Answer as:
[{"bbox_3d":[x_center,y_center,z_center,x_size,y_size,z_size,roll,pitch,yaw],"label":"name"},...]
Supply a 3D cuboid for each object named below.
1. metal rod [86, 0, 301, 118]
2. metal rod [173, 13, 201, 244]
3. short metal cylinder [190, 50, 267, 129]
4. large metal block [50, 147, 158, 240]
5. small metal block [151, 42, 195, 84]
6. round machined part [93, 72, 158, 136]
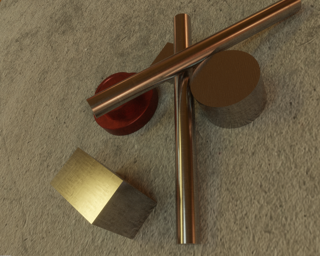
[{"bbox_3d":[0.050,-0.094,0.383,0.302,0.025,0.025,-29,50,-11],"label":"metal rod"},{"bbox_3d":[0.030,-0.018,0.377,0.025,0.025,0.299,-10,63,22],"label":"metal rod"},{"bbox_3d":[0.083,-0.046,0.372,0.080,0.050,0.080,-13,56,20],"label":"short metal cylinder"},{"bbox_3d":[-0.062,0.075,0.354,0.080,0.080,0.050,28,77,37],"label":"large metal block"},{"bbox_3d":[0.021,-0.093,0.449,0.050,0.025,0.050,26,76,36],"label":"small metal block"},{"bbox_3d":[-0.056,-0.041,0.446,0.098,0.042,0.098,-13,56,20],"label":"round machined part"}]
